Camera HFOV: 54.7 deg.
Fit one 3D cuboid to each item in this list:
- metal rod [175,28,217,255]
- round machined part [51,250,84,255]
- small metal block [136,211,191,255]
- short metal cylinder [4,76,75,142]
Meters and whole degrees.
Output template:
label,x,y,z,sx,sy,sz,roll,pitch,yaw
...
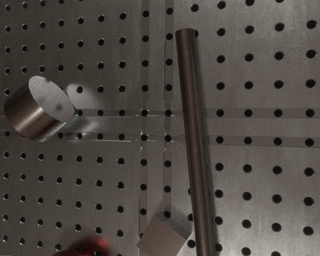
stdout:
label,x,y,z,sx,sy,sz,roll,pitch,yaw
metal rod,0.046,0.024,0.395,0.025,0.025,0.298,-6,88,19
round machined part,-0.128,0.225,0.447,0.098,0.042,0.097,0,90,19
small metal block,0.005,0.148,0.410,0.050,0.025,0.050,33,101,16
short metal cylinder,-0.169,-0.027,0.441,0.050,0.080,0.080,-36,79,16
